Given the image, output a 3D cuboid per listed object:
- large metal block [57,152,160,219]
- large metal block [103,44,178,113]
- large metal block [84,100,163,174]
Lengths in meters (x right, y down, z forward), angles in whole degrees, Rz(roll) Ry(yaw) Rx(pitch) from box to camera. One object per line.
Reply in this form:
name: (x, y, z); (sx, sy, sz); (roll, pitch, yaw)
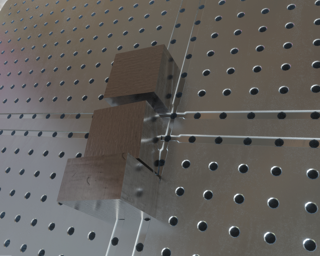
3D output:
large metal block: (-0.056, 0.071, 0.360); (0.080, 0.080, 0.050); (-8, 58, 24)
large metal block: (-0.026, -0.067, 0.448); (0.080, 0.050, 0.080); (-4, 60, 26)
large metal block: (-0.046, 0.017, 0.407); (0.080, 0.050, 0.080); (-9, 58, 24)
